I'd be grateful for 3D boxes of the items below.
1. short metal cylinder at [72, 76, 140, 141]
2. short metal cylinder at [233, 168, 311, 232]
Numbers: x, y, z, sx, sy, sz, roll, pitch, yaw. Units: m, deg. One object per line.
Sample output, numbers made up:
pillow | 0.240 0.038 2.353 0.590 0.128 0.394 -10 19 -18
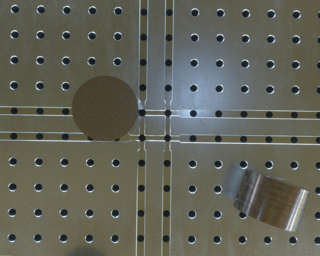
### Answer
short metal cylinder | -0.067 -0.024 0.400 0.081 0.050 0.079 0 90 -1
short metal cylinder | 0.139 0.088 0.388 0.080 0.080 0.050 19 90 -1
